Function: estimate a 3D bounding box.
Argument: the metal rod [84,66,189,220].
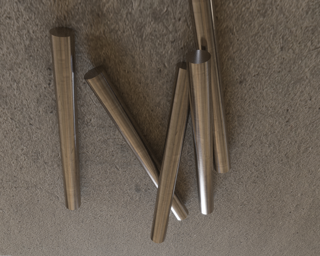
[{"bbox_3d":[-0.019,0.042,0.442,0.025,0.025,0.299,-17,128,14],"label":"metal rod"}]

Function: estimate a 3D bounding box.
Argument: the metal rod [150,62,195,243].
[{"bbox_3d":[0.014,0.054,0.428,0.025,0.025,0.298,5,123,-4],"label":"metal rod"}]

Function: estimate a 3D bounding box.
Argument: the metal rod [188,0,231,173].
[{"bbox_3d":[0.060,-0.054,0.361,0.025,0.025,0.299,-10,130,8],"label":"metal rod"}]

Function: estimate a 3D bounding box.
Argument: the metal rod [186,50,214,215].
[{"bbox_3d":[0.058,0.032,0.416,0.025,0.025,0.298,-6,135,5],"label":"metal rod"}]

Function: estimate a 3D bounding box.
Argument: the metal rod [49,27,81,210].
[{"bbox_3d":[-0.122,0.013,0.416,0.025,0.025,0.298,6,130,-5],"label":"metal rod"}]
